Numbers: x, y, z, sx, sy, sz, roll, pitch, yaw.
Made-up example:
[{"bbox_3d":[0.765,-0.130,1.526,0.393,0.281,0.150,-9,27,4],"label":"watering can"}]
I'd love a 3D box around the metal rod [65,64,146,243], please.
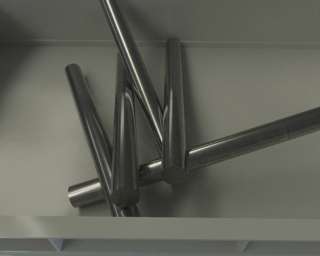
[{"bbox_3d":[-0.079,0.001,0.372,0.025,0.025,0.300,-17,43,-14],"label":"metal rod"}]

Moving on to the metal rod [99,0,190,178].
[{"bbox_3d":[-0.030,-0.073,0.406,0.025,0.025,0.299,-17,71,-14],"label":"metal rod"}]

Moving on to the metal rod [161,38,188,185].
[{"bbox_3d":[0.018,-0.048,0.407,0.025,0.025,0.300,1,38,1],"label":"metal rod"}]

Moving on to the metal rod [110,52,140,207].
[{"bbox_3d":[-0.044,-0.029,0.383,0.025,0.025,0.300,-4,36,-4],"label":"metal rod"}]

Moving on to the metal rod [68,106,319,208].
[{"bbox_3d":[0.048,0.030,0.336,0.301,0.025,0.025,-18,51,2],"label":"metal rod"}]
